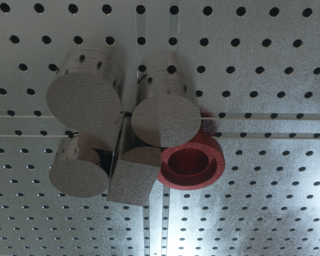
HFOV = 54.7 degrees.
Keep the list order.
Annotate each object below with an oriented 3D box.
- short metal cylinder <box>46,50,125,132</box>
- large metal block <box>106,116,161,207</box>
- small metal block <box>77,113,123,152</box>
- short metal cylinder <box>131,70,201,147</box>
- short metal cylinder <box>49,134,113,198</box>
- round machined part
[{"bbox_3d":[-0.083,-0.042,0.358,0.081,0.050,0.079,0,130,0],"label":"short metal cylinder"},{"bbox_3d":[-0.034,0.044,0.408,0.050,0.080,0.079,12,129,-10],"label":"large metal block"},{"bbox_3d":[-0.080,0.002,0.412,0.050,0.025,0.050,11,129,-10],"label":"small metal block"},{"bbox_3d":[0.007,-0.022,0.376,0.081,0.050,0.079,0,130,0],"label":"short metal cylinder"},{"bbox_3d":[-0.110,0.054,0.440,0.081,0.050,0.079,0,130,0],"label":"short metal cylinder"},{"bbox_3d":[0.039,0.041,0.435,0.099,0.042,0.097,0,130,0],"label":"round machined part"}]
